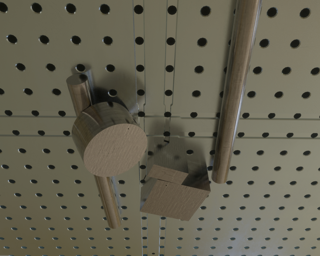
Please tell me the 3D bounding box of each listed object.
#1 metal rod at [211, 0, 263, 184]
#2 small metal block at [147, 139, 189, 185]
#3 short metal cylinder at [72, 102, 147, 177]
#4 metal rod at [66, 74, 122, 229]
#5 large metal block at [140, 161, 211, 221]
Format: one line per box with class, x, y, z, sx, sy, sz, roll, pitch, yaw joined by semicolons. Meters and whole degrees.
metal rod;0.090;-0.037;0.381;0.025;0.025;0.298;-1;130;0
small metal block;0.010;0.047;0.436;0.050;0.050;0.025;17;128;-14
short metal cylinder;-0.063;0.014;0.386;0.081;0.050;0.079;-18;132;-21
metal rod;-0.089;0.056;0.458;0.025;0.025;0.298;-3;130;2
large metal block;0.021;0.093;0.475;0.081;0.050;0.079;15;129;-13
